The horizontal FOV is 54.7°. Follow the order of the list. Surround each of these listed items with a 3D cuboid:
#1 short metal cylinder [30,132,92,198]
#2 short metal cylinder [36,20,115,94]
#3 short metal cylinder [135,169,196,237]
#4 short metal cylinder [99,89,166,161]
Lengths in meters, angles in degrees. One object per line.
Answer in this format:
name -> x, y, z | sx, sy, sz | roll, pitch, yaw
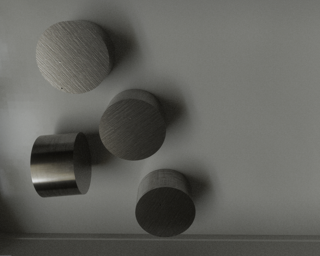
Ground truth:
short metal cylinder -> -0.124, 0.047, 0.398 | 0.050, 0.080, 0.079 | -5, 110, 2
short metal cylinder -> -0.096, -0.085, 0.366 | 0.081, 0.050, 0.079 | 0, 110, 0
short metal cylinder -> 0.007, 0.105, 0.436 | 0.081, 0.050, 0.079 | 0, 110, 0
short metal cylinder -> -0.033, -0.005, 0.396 | 0.081, 0.050, 0.079 | 0, 110, 0
